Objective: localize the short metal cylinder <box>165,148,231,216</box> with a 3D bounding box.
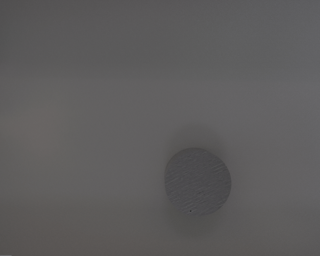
[{"bbox_3d":[0.046,0.067,0.399,0.080,0.050,0.080,0,90,0],"label":"short metal cylinder"}]
